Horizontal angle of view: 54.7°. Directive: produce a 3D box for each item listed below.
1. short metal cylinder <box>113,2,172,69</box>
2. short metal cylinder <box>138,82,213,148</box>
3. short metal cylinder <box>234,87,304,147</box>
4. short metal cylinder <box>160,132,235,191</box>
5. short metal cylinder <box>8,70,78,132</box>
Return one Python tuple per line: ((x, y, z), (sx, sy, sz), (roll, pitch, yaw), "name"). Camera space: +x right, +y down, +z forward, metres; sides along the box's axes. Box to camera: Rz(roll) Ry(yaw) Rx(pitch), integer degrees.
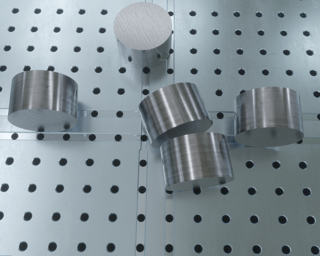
((-0.023, -0.132, 0.446), (0.081, 0.050, 0.080), (0, 70, 0), "short metal cylinder")
((0.019, -0.014, 0.388), (0.080, 0.080, 0.050), (-19, 71, -7), "short metal cylinder")
((0.134, -0.011, 0.387), (0.080, 0.080, 0.050), (3, 70, 1), "short metal cylinder")
((0.043, 0.042, 0.367), (0.081, 0.080, 0.050), (-7, 70, -3), "short metal cylinder")
((-0.146, -0.031, 0.393), (0.081, 0.080, 0.050), (-4, 70, -1), "short metal cylinder")
